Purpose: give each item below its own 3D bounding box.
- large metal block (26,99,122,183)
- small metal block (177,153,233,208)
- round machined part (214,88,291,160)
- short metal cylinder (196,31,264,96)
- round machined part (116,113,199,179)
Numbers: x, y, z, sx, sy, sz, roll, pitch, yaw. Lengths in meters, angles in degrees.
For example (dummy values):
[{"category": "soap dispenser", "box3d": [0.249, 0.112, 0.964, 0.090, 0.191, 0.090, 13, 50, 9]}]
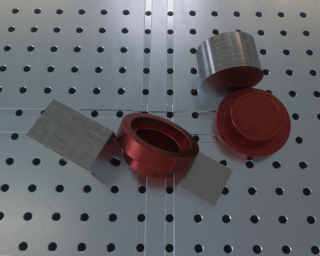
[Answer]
[{"category": "large metal block", "box3d": [-0.098, 0.019, 0.375, 0.080, 0.080, 0.050, 28, 73, 9]}, {"category": "small metal block", "box3d": [0.056, 0.064, 0.388, 0.050, 0.025, 0.050, 29, 72, 10]}, {"category": "round machined part", "box3d": [0.123, -0.010, 0.407, 0.099, 0.042, 0.098, 0, 70, 0]}, {"category": "short metal cylinder", "box3d": [0.091, -0.083, 0.413, 0.081, 0.080, 0.050, -6, 70, -2]}, {"category": "round machined part", "box3d": [-0.006, 0.024, 0.375, 0.098, 0.098, 0.042, 28, 114, 9]}]
